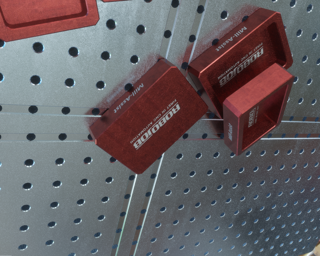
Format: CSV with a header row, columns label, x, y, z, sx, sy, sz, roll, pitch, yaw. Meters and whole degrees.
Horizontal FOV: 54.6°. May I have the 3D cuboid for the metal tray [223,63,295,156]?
label,x,y,z,sx,sy,sz,roll,pitch,yaw
metal tray,0.134,-0.020,0.435,0.090,0.030,0.130,-36,151,-7

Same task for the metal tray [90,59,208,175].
label,x,y,z,sx,sy,sz,roll,pitch,yaw
metal tray,-0.012,-0.011,0.394,0.130,0.030,0.090,-44,129,2

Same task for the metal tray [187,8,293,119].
label,x,y,z,sx,sy,sz,roll,pitch,yaw
metal tray,0.110,-0.084,0.415,0.130,0.030,0.090,-39,129,-2

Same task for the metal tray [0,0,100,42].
label,x,y,z,sx,sy,sz,roll,pitch,yaw
metal tray,-0.109,-0.146,0.257,0.091,0.030,0.129,-18,126,-18

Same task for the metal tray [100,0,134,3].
label,x,y,z,sx,sy,sz,roll,pitch,yaw
metal tray,-0.004,-0.175,0.297,0.131,0.030,0.089,-14,124,-21
